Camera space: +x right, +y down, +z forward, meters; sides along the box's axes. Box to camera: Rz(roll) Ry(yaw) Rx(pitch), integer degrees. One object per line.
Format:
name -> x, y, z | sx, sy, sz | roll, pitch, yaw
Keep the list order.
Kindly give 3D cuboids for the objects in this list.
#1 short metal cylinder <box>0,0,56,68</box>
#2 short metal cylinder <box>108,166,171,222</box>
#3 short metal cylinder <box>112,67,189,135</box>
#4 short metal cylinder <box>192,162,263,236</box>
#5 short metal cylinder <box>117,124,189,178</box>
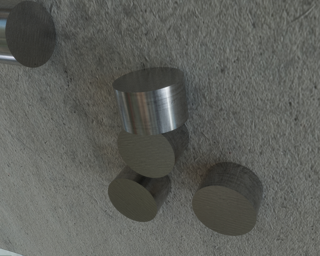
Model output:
short metal cylinder -> -0.180, -0.119, 0.393 | 0.050, 0.080, 0.079 | 11, 123, 22
short metal cylinder -> -0.030, 0.093, 0.464 | 0.080, 0.050, 0.079 | 13, 124, 21
short metal cylinder -> -0.010, -0.033, 0.356 | 0.080, 0.080, 0.050 | 5, 121, 25
short metal cylinder -> 0.088, 0.091, 0.401 | 0.080, 0.050, 0.079 | 13, 124, 21
short metal cylinder -> -0.008, 0.018, 0.406 | 0.080, 0.050, 0.079 | 13, 124, 21
